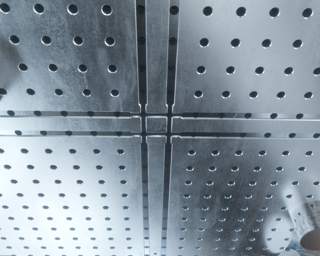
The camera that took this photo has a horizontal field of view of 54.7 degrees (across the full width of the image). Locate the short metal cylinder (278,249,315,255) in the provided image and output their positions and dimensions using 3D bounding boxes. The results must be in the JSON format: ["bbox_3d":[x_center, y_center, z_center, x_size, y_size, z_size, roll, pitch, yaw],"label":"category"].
[{"bbox_3d":[0.281,0.292,0.627,0.050,0.080,0.079,20,127,-16],"label":"short metal cylinder"}]

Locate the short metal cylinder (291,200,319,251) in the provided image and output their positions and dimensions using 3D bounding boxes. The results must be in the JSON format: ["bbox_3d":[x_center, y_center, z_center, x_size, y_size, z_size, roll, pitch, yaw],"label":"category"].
[{"bbox_3d":[0.280,0.172,0.545,0.081,0.050,0.079,0,130,0],"label":"short metal cylinder"}]
